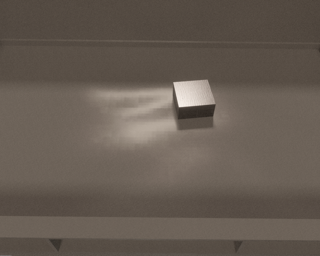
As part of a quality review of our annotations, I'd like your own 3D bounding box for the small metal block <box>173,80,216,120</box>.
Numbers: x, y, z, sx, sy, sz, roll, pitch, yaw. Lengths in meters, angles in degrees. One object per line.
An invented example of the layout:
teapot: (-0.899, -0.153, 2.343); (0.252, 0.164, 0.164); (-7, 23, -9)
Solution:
small metal block: (0.047, -0.041, 0.440); (0.050, 0.025, 0.050); (-5, 50, -5)
